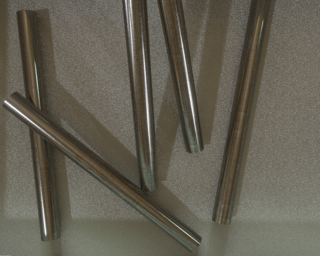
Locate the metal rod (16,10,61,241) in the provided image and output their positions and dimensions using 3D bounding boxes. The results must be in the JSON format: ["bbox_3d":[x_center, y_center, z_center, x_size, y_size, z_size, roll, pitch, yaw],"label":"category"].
[{"bbox_3d":[-0.160,-0.003,0.409,0.025,0.025,0.298,-6,90,0],"label":"metal rod"}]

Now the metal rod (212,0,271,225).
[{"bbox_3d":[0.108,-0.022,0.412,0.025,0.025,0.298,10,90,-1],"label":"metal rod"}]

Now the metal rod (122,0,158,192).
[{"bbox_3d":[-0.022,-0.057,0.350,0.025,0.025,0.298,-3,115,0],"label":"metal rod"}]

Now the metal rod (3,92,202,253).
[{"bbox_3d":[-0.068,0.060,0.396,0.300,0.025,0.025,39,90,-6],"label":"metal rod"}]

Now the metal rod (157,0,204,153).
[{"bbox_3d":[0.018,-0.099,0.340,0.025,0.025,0.298,-13,120,0],"label":"metal rod"}]
